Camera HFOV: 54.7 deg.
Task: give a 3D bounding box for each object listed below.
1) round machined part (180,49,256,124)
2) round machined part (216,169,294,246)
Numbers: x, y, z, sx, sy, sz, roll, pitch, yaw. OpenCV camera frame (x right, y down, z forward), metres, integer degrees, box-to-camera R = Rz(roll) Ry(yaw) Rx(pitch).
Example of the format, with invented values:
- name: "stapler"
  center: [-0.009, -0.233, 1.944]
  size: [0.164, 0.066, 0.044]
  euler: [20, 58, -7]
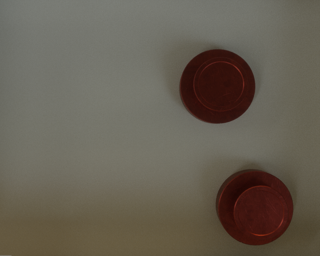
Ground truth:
- name: "round machined part"
  center: [0.076, -0.054, 0.403]
  size: [0.099, 0.042, 0.097]
  euler: [0, 90, 0]
- name: "round machined part"
  center: [0.125, 0.105, 0.404]
  size: [0.099, 0.042, 0.097]
  euler: [0, 90, 0]
